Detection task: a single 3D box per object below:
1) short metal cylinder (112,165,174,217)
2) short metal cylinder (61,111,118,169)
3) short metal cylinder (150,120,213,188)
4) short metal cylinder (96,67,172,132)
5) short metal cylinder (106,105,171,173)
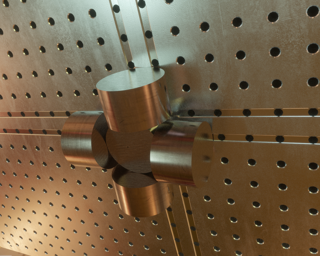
[{"bbox_3d":[-0.023,0.078,0.435,0.080,0.080,0.050,6,121,25],"label":"short metal cylinder"},{"bbox_3d":[-0.090,0.015,0.433,0.050,0.080,0.080,1,119,27],"label":"short metal cylinder"},{"bbox_3d":[0.029,0.030,0.379,0.050,0.080,0.079,4,120,26],"label":"short metal cylinder"},{"bbox_3d":[-0.030,-0.036,0.369,0.080,0.080,0.050,3,119,27],"label":"short metal cylinder"},{"bbox_3d":[-0.025,0.014,0.417,0.080,0.050,0.079,12,123,20],"label":"short metal cylinder"}]
